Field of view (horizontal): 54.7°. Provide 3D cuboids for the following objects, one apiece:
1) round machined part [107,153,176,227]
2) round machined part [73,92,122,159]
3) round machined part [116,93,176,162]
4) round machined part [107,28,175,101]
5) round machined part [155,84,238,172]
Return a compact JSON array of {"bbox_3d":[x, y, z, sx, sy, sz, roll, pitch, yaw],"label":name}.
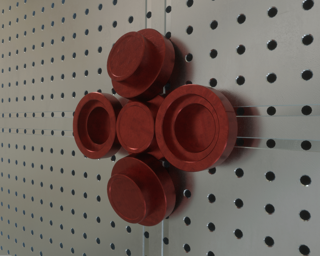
[{"bbox_3d":[-0.031,0.085,0.407,0.098,0.042,0.097,14,113,36],"label":"round machined part"},{"bbox_3d":[-0.084,-0.003,0.464,0.098,0.042,0.097,0,90,39],"label":"round machined part"},{"bbox_3d":[-0.020,-0.001,0.412,0.098,0.042,0.097,0,90,39],"label":"round machined part"},{"bbox_3d":[-0.032,-0.087,0.408,0.098,0.042,0.098,-15,66,37],"label":"round machined part"},{"bbox_3d":[0.045,0.000,0.359,0.098,0.042,0.097,0,90,39],"label":"round machined part"}]
